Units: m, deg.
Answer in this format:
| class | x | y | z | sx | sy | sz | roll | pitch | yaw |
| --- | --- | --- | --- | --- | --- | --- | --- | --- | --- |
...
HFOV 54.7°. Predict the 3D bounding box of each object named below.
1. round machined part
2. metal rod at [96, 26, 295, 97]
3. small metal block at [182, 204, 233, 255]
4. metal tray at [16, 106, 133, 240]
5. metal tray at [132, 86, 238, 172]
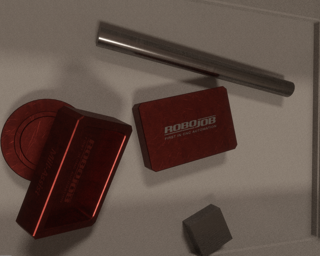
| class | x | y | z | sx | sy | sz | roll | pitch | yaw |
| --- | --- | --- | --- | --- | --- | --- | --- | --- | --- |
| round machined part | -0.128 | 0.015 | 0.355 | 0.099 | 0.042 | 0.097 | 0 | 90 | -20 |
| metal rod | 0.063 | -0.087 | 0.435 | 0.302 | 0.025 | 0.025 | 11 | 87 | -20 |
| small metal block | 0.067 | 0.144 | 0.437 | 0.050 | 0.025 | 0.050 | -26 | 99 | -19 |
| metal tray | -0.088 | 0.047 | 0.335 | 0.090 | 0.030 | 0.129 | 14 | 99 | -61 |
| metal tray | 0.036 | -0.001 | 0.422 | 0.131 | 0.030 | 0.089 | -14 | 95 | -20 |
